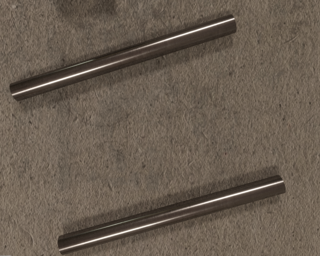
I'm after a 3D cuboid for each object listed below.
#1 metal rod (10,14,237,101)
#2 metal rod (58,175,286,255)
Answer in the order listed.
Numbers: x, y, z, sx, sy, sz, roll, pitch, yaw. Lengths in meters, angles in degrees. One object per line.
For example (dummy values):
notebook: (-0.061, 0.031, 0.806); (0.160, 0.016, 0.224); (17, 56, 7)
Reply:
metal rod: (-0.047, -0.093, 0.409); (0.302, 0.025, 0.025); (-18, 90, -1)
metal rod: (0.016, 0.114, 0.410); (0.302, 0.025, 0.025); (-15, 90, -1)
